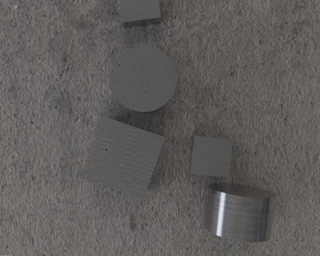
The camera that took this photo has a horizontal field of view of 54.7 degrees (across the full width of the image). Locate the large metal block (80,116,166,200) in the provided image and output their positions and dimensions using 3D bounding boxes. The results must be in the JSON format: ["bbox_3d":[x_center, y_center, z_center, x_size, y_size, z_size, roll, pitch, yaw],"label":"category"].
[{"bbox_3d":[-0.045,0.035,0.397,0.080,0.050,0.080,19,90,0],"label":"large metal block"}]

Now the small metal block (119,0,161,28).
[{"bbox_3d":[-0.027,-0.164,0.410,0.050,0.025,0.050,-7,90,0],"label":"small metal block"}]

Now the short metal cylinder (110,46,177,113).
[{"bbox_3d":[-0.020,-0.059,0.397,0.081,0.050,0.080,0,90,0],"label":"short metal cylinder"}]

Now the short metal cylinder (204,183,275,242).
[{"bbox_3d":[0.098,0.101,0.384,0.080,0.080,0.050,6,90,0],"label":"short metal cylinder"}]

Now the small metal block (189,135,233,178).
[{"bbox_3d":[0.067,0.037,0.411,0.050,0.025,0.050,6,90,0],"label":"small metal block"}]
